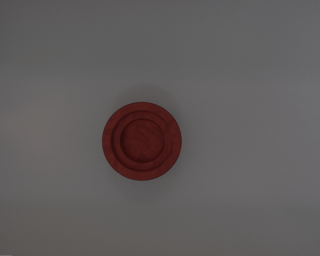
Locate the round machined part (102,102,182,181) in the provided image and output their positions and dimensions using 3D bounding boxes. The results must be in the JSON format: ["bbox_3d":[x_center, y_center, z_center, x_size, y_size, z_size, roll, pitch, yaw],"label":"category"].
[{"bbox_3d":[-0.022,0.016,0.403,0.099,0.042,0.097,0,90,0],"label":"round machined part"}]
